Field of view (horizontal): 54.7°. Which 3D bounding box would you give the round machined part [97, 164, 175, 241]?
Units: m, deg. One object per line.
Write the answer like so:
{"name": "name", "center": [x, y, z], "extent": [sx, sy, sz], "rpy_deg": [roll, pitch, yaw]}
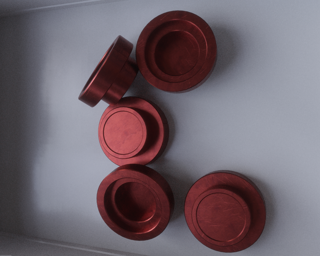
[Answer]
{"name": "round machined part", "center": [-0.028, 0.092, 0.404], "extent": [0.098, 0.042, 0.097], "rpy_deg": [4, 105, 16]}

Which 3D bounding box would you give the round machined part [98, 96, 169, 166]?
{"name": "round machined part", "center": [-0.041, 0.006, 0.416], "extent": [0.098, 0.042, 0.097], "rpy_deg": [0, 90, 20]}

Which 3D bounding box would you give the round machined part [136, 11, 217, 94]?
{"name": "round machined part", "center": [0.022, -0.092, 0.390], "extent": [0.098, 0.042, 0.097], "rpy_deg": [0, 90, 13]}

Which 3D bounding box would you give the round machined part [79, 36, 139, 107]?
{"name": "round machined part", "center": [-0.062, -0.068, 0.403], "extent": [0.042, 0.098, 0.098], "rpy_deg": [33, 103, -18]}

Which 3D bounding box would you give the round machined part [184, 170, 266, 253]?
{"name": "round machined part", "center": [0.076, 0.102, 0.374], "extent": [0.098, 0.042, 0.097], "rpy_deg": [0, 90, 20]}
